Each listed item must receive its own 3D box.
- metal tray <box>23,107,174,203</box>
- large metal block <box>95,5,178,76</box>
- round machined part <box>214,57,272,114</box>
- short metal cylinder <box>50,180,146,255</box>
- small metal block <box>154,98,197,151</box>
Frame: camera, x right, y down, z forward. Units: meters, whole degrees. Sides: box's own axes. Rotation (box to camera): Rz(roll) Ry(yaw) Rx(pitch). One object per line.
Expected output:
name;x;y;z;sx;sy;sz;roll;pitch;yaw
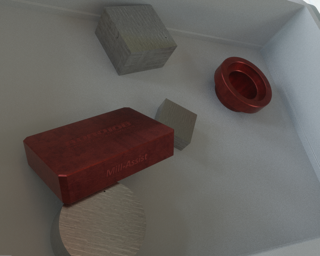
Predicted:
metal tray;-0.061;0.020;0.326;0.131;0.030;0.090;-21;33;-36
large metal block;-0.036;-0.129;0.451;0.081;0.050;0.080;-19;72;-36
round machined part;0.130;-0.065;0.507;0.099;0.042;0.098;14;56;-21
short metal cylinder;-0.060;0.096;0.299;0.081;0.050;0.080;14;56;-21
small metal block;0.018;-0.005;0.420;0.050;0.025;0.050;27;52;-12
